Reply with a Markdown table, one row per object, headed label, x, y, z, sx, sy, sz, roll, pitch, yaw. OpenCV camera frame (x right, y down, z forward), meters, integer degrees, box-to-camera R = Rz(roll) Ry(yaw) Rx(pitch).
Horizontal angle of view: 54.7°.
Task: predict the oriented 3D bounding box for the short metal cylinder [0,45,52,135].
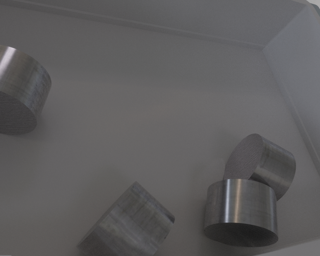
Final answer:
| label | x | y | z | sx | sy | sz | roll | pitch | yaw |
| --- | --- | --- | --- | --- | --- | --- | --- | --- | --- |
| short metal cylinder | -0.156 | -0.036 | 0.308 | 0.081 | 0.080 | 0.050 | 18 | 55 | -18 |

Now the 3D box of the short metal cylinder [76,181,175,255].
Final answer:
| label | x | y | z | sx | sy | sz | roll | pitch | yaw |
| --- | --- | --- | --- | --- | --- | --- | --- | --- | --- |
| short metal cylinder | -0.032 | 0.097 | 0.294 | 0.050 | 0.080 | 0.080 | 43 | 51 | 1 |

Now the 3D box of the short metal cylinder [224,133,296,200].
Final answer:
| label | x | y | z | sx | sy | sz | roll | pitch | yaw |
| --- | --- | --- | --- | --- | --- | --- | --- | --- | --- |
| short metal cylinder | 0.129 | 0.054 | 0.406 | 0.050 | 0.080 | 0.080 | 28 | 52 | -11 |

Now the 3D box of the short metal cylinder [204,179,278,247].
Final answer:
| label | x | y | z | sx | sy | sz | roll | pitch | yaw |
| --- | --- | --- | --- | --- | --- | --- | --- | --- | --- |
| short metal cylinder | 0.093 | 0.100 | 0.359 | 0.080 | 0.080 | 0.050 | 23 | 54 | -15 |
